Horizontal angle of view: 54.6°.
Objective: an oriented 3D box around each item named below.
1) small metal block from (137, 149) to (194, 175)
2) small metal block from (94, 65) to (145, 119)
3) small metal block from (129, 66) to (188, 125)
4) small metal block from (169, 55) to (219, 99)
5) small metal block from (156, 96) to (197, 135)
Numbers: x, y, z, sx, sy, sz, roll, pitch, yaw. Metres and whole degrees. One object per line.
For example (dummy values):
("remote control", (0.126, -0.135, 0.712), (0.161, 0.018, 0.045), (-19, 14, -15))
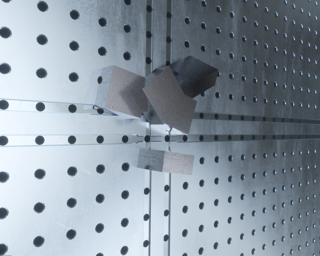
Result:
("small metal block", (0.007, 0.043, 0.398), (0.050, 0.050, 0.025), (12, 83, -39))
("small metal block", (-0.046, -0.041, 0.370), (0.050, 0.025, 0.050), (16, 80, -39))
("small metal block", (-0.001, -0.039, 0.375), (0.050, 0.025, 0.050), (-46, 117, -30))
("small metal block", (0.043, -0.071, 0.424), (0.050, 0.050, 0.025), (-32, 143, -35))
("small metal block", (0.019, -0.022, 0.424), (0.050, 0.025, 0.050), (25, 74, -37))
